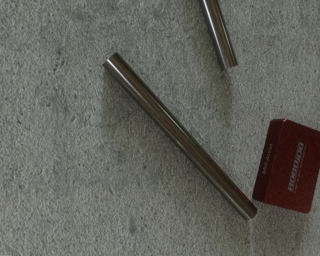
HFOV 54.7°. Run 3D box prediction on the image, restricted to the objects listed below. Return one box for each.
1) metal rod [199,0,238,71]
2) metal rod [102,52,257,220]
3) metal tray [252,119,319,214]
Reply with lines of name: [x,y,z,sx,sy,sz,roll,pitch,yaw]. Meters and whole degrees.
metal rod: [0.051,-0.226,0.428,0.025,0.025,0.298,-22,98,-19]
metal rod: [0.035,0.020,0.423,0.025,0.025,0.300,-46,105,-14]
metal tray: [0.203,0.059,0.484,0.091,0.030,0.129,17,84,-20]
